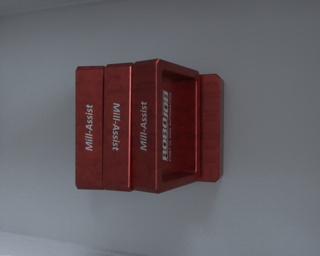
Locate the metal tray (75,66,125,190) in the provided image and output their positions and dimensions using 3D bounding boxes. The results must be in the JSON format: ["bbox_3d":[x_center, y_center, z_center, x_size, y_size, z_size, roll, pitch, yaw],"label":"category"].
[{"bbox_3d":[-0.067,0.000,0.363,0.030,0.090,0.129,0,90,7],"label":"metal tray"}]

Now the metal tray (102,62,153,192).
[{"bbox_3d":[-0.028,0.000,0.351,0.030,0.090,0.129,0,88,20],"label":"metal tray"}]

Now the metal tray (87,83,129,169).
[{"bbox_3d":[-0.053,-0.002,0.424,0.090,0.030,0.129,1,90,20],"label":"metal tray"}]

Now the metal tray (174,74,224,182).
[{"bbox_3d":[0.033,0.000,0.394,0.090,0.030,0.129,1,90,20],"label":"metal tray"}]

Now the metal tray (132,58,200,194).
[{"bbox_3d":[0.010,-0.002,0.336,0.030,0.091,0.129,0,90,34],"label":"metal tray"}]
